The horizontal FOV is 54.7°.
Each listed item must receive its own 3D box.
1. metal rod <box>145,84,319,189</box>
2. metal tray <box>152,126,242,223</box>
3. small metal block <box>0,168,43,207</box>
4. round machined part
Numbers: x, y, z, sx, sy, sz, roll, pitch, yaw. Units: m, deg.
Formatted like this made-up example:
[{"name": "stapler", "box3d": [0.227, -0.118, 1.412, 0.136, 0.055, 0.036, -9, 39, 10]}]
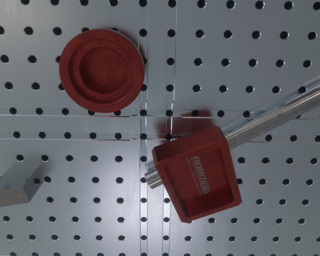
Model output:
[{"name": "metal rod", "box3d": [0.115, 0.006, 0.416, 0.301, 0.025, 0.025, -28, 108, 9]}, {"name": "metal tray", "box3d": [0.052, 0.066, 0.412, 0.090, 0.030, 0.129, -20, 127, 3]}, {"name": "small metal block", "box3d": [-0.199, 0.082, 0.429, 0.050, 0.050, 0.025, -10, 110, 3]}, {"name": "round machined part", "box3d": [-0.067, -0.071, 0.378, 0.099, 0.042, 0.097, 0, 110, 0]}]
